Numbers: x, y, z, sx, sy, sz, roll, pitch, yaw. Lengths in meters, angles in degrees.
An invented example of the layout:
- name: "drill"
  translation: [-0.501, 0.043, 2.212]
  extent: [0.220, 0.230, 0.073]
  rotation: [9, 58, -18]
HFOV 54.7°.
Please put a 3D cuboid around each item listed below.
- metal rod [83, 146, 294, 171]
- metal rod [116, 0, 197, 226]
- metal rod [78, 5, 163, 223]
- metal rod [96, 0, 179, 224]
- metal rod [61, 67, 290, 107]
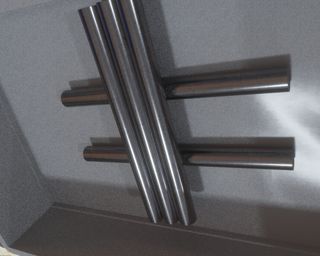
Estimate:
- name: "metal rod"
  translation: [0.018, 0.038, 0.421]
  extent: [0.300, 0.025, 0.025]
  rotation: [-1, 118, 28]
- name: "metal rod"
  translation: [0.003, -0.004, 0.369]
  extent: [0.025, 0.025, 0.298]
  rotation: [-1, 118, 29]
- name: "metal rod"
  translation: [-0.040, 0.000, 0.395]
  extent: [0.025, 0.025, 0.298]
  rotation: [-1, 118, 29]
- name: "metal rod"
  translation: [-0.018, -0.002, 0.382]
  extent: [0.025, 0.025, 0.298]
  rotation: [-1, 118, 29]
- name: "metal rod"
  translation: [-0.003, -0.046, 0.381]
  extent: [0.300, 0.025, 0.025]
  rotation: [-1, 118, 28]
